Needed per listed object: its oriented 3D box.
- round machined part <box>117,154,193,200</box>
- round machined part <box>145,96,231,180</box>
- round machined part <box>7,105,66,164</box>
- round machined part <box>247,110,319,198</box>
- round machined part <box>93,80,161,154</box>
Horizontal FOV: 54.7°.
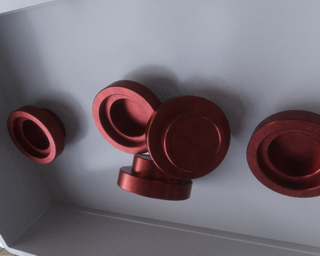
[{"bbox_3d":[-0.005,0.061,0.413,0.098,0.098,0.042,11,91,22],"label":"round machined part"},{"bbox_3d":[0.034,0.012,0.353,0.099,0.042,0.097,-2,98,-10],"label":"round machined part"},{"bbox_3d":[-0.195,0.006,0.504,0.098,0.042,0.097,13,124,21],"label":"round machined part"},{"bbox_3d":[0.148,0.024,0.335,0.098,0.042,0.097,13,124,21],"label":"round machined part"},{"bbox_3d":[-0.035,-0.017,0.406,0.098,0.042,0.097,13,124,21],"label":"round machined part"}]
